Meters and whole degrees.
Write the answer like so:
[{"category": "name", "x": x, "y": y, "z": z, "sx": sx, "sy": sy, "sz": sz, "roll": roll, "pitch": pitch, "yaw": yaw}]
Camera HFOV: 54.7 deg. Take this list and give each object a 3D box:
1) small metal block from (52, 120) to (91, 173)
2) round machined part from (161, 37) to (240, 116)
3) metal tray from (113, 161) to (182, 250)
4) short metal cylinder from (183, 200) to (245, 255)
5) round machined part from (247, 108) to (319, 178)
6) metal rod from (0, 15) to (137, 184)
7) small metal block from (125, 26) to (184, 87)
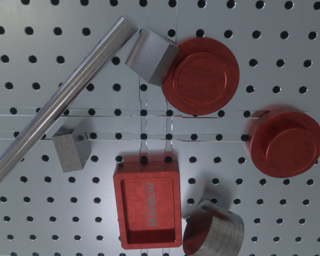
[{"category": "small metal block", "x": -0.115, "y": 0.023, "z": 0.408, "sx": 0.025, "sy": 0.050, "sz": 0.050, "roll": -10, "pitch": 110, "yaw": 4}, {"category": "round machined part", "x": 0.049, "y": -0.061, "z": 0.382, "sx": 0.099, "sy": 0.042, "sz": 0.097, "roll": 0, "pitch": 110, "yaw": 0}, {"category": "metal tray", "x": -0.015, "y": 0.114, "z": 0.452, "sx": 0.091, "sy": 0.030, "sz": 0.129, "roll": -3, "pitch": 110, "yaw": 1}, {"category": "short metal cylinder", "x": 0.074, "y": 0.150, "z": 0.440, "sx": 0.050, "sy": 0.080, "sz": 0.080, "roll": 28, "pitch": 108, "yaw": -10}, {"category": "round machined part", "x": 0.171, "y": 0.025, "z": 0.415, "sx": 0.099, "sy": 0.042, "sz": 0.097, "roll": 0, "pitch": 110, "yaw": 0}, {"category": "metal rod", "x": -0.140, "y": -0.023, "z": 0.403, "sx": 0.025, "sy": 0.025, "sz": 0.299, "roll": 42, "pitch": 105, "yaw": -14}, {"category": "small metal block", "x": -0.008, "y": -0.084, "z": 0.367, "sx": 0.025, "sy": 0.050, "sz": 0.050, "roll": 9, "pitch": 117, "yaw": -50}]
